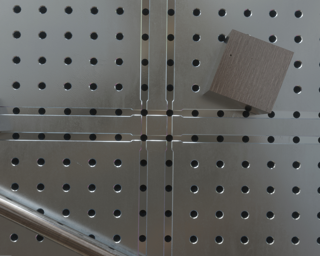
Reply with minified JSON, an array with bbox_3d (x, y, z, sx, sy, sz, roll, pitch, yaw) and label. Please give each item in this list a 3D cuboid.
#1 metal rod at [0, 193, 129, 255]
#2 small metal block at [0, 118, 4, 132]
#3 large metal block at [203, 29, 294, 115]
[{"bbox_3d":[-0.104,0.155,0.412,0.301,0.025,0.025,26,90,0],"label":"metal rod"},{"bbox_3d":[-0.245,-0.011,0.411,0.050,0.025,0.050,-19,90,0],"label":"small metal block"},{"bbox_3d":[0.112,-0.069,0.402,0.080,0.050,0.080,21,90,0],"label":"large metal block"}]
